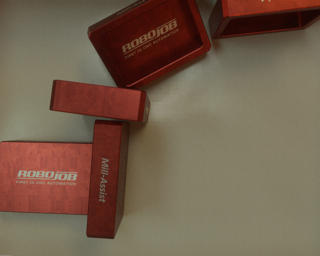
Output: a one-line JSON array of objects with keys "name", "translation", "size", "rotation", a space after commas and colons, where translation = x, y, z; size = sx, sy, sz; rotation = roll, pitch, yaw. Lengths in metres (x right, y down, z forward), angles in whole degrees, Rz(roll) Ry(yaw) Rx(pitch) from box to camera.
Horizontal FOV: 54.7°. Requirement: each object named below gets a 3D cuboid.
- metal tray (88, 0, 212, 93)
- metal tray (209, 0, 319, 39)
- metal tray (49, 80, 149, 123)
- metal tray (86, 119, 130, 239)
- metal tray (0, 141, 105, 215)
[{"name": "metal tray", "translation": [-0.011, -0.111, 0.386], "size": [0.130, 0.030, 0.090], "rotation": [-28, 123, 0]}, {"name": "metal tray", "translation": [0.133, -0.142, 0.379], "size": [0.131, 0.090, 0.030], "rotation": [-6, 90, 0]}, {"name": "metal tray", "translation": [-0.060, -0.026, 0.358], "size": [0.091, 0.130, 0.030], "rotation": [7, 90, 0]}, {"name": "metal tray", "translation": [-0.060, 0.056, 0.378], "size": [0.030, 0.090, 0.129], "rotation": [4, 90, 0]}, {"name": "metal tray", "translation": [-0.140, 0.062, 0.402], "size": [0.131, 0.030, 0.089], "rotation": [1, 90, 5]}]
